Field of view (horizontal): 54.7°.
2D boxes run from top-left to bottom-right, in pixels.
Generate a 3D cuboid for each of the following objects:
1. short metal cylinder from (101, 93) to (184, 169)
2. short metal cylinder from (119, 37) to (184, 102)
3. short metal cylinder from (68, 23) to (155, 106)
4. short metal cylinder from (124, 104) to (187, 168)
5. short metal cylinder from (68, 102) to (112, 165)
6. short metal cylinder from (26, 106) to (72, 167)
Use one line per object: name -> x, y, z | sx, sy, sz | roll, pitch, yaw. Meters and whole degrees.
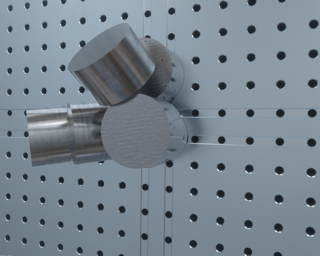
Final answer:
short metal cylinder -> -0.019, 0.003, 0.351 | 0.080, 0.050, 0.080 | 0, 90, 20
short metal cylinder -> -0.014, -0.071, 0.404 | 0.080, 0.050, 0.079 | 0, 90, 20
short metal cylinder -> -0.053, -0.070, 0.341 | 0.080, 0.080, 0.050 | -25, 125, 18
short metal cylinder -> -0.010, 0.009, 0.402 | 0.080, 0.050, 0.080 | 0, 90, 20
short metal cylinder -> -0.091, 0.005, 0.408 | 0.050, 0.080, 0.080 | -6, 88, -22
short metal cylinder -> -0.155, 0.011, 0.431 | 0.050, 0.080, 0.080 | -6, 87, -22
